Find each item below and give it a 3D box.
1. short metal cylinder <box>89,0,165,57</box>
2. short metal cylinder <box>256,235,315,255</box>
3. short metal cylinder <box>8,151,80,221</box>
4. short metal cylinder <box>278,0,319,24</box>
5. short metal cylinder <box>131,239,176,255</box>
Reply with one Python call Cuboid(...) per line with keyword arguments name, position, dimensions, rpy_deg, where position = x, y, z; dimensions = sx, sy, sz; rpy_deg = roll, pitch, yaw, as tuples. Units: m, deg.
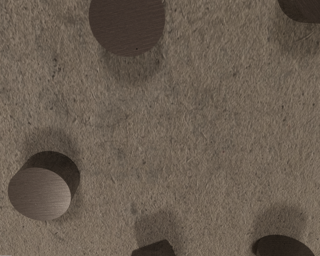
Cuboid(name="short metal cylinder", position=(-0.035, -0.124, 0.350), dimensions=(0.081, 0.050, 0.079), rpy_deg=(0, 110, -1))
Cuboid(name="short metal cylinder", position=(0.183, 0.205, 0.459), dimensions=(0.081, 0.080, 0.050), rpy_deg=(2, 110, -1))
Cuboid(name="short metal cylinder", position=(-0.156, 0.078, 0.423), dimensions=(0.081, 0.050, 0.079), rpy_deg=(0, 110, -1))
Cuboid(name="short metal cylinder", position=(0.178, -0.157, 0.341), dimensions=(0.081, 0.050, 0.079), rpy_deg=(0, 110, -1))
Cuboid(name="short metal cylinder", position=(-0.004, 0.214, 0.459), dimensions=(0.050, 0.080, 0.080), rpy_deg=(-22, 109, 7))
